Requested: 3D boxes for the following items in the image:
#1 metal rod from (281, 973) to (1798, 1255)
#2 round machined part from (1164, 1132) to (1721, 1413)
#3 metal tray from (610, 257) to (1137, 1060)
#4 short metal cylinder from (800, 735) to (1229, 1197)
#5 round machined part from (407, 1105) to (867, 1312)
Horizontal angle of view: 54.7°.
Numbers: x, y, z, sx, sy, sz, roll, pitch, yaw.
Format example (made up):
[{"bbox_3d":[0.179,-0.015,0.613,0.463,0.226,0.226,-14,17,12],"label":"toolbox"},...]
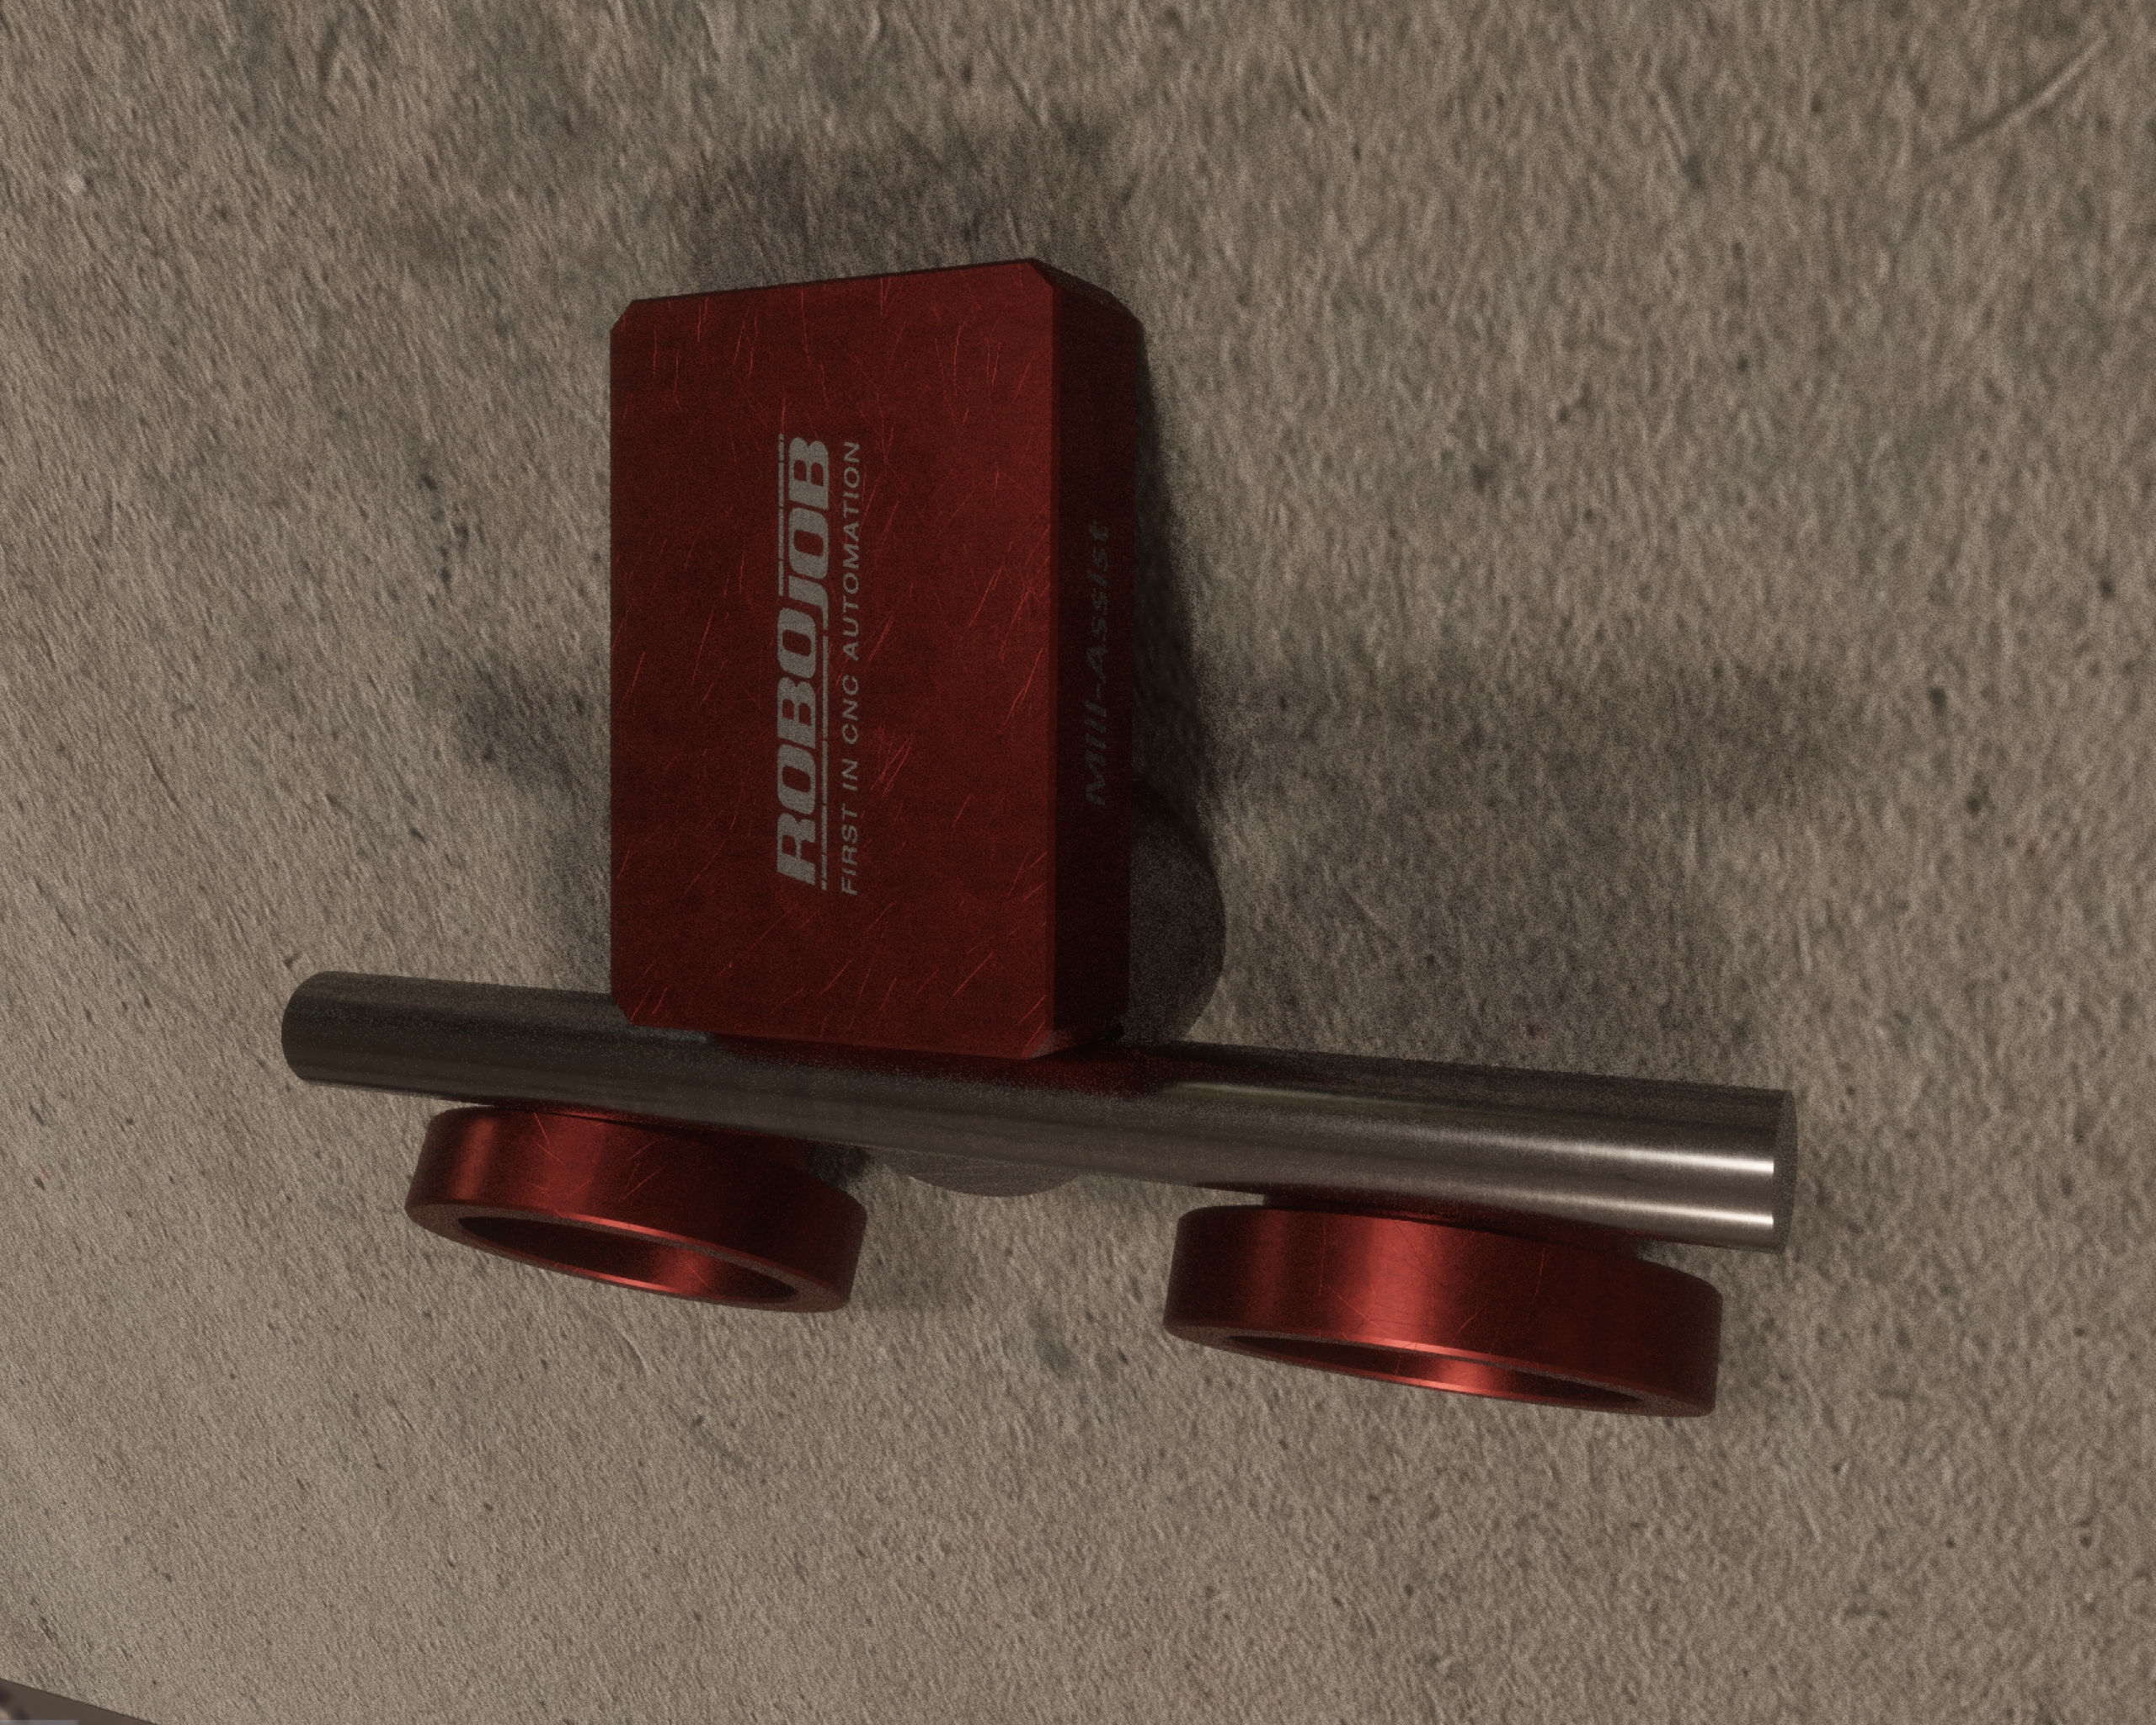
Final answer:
[{"bbox_3d":[-0.027,0.041,0.383,0.301,0.025,0.025,2,120,26],"label":"metal rod"},{"bbox_3d":[0.067,0.072,0.383,0.099,0.042,0.098,9,164,3],"label":"round machined part"},{"bbox_3d":[-0.037,-0.034,0.367,0.090,0.030,0.129,2,93,26],"label":"metal tray"},{"bbox_3d":[-0.017,0.019,0.412,0.080,0.050,0.079,13,124,20],"label":"short metal cylinder"},{"bbox_3d":[-0.095,0.069,0.467,0.099,0.042,0.098,9,159,4],"label":"round machined part"}]
